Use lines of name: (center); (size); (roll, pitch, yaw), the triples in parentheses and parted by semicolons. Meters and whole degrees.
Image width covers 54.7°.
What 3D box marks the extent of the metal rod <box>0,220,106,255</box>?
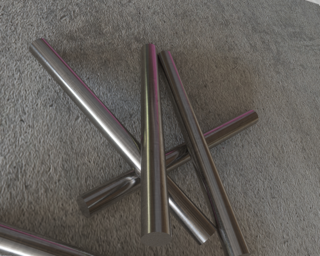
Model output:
metal rod: (-0.035, 0.143, 0.297); (0.302, 0.025, 0.025); (25, 53, -13)

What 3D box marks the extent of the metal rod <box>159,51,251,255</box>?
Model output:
metal rod: (0.042, 0.009, 0.388); (0.025, 0.025, 0.299); (3, 50, -27)

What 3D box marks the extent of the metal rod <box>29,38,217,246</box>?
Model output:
metal rod: (-0.051, 0.004, 0.349); (0.025, 0.025, 0.300); (-32, 72, -38)

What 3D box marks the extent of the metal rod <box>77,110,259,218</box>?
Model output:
metal rod: (0.034, 0.031, 0.402); (0.302, 0.025, 0.025); (-24, 75, -36)

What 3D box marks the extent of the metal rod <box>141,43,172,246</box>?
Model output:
metal rod: (-0.010, -0.013, 0.358); (0.025, 0.025, 0.300); (17, 40, -19)
